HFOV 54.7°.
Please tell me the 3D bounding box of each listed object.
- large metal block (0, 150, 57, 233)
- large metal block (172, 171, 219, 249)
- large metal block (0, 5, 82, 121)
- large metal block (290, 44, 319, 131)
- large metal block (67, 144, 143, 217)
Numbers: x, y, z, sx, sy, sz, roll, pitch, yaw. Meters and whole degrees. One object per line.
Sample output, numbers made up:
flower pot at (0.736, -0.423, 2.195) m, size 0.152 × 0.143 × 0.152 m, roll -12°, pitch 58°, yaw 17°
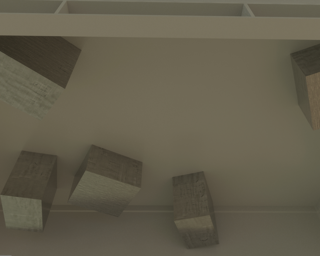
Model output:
large metal block at (-0.185, 0.092, 0.449) m, size 0.050 × 0.080 × 0.079 m, roll 9°, pitch 130°, yaw -8°
large metal block at (0.055, 0.127, 0.482) m, size 0.050 × 0.080 × 0.080 m, roll -13°, pitch 129°, yaw 10°
large metal block at (-0.136, -0.067, 0.315) m, size 0.080 × 0.080 × 0.050 m, roll 32°, pitch 123°, yaw -24°
large metal block at (0.202, -0.053, 0.349) m, size 0.080 × 0.050 × 0.080 m, roll -18°, pitch 128°, yaw 14°
large metal block at (-0.081, 0.080, 0.460) m, size 0.080 × 0.050 × 0.080 m, roll 22°, pitch 127°, yaw -18°
